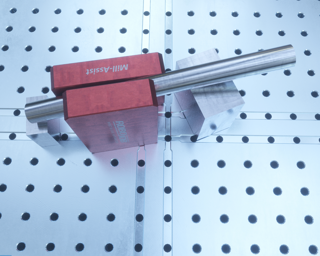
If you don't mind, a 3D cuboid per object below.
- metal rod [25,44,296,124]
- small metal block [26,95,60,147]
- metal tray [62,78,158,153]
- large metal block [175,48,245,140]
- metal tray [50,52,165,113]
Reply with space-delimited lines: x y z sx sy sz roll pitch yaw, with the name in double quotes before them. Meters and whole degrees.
"metal rod" -0.004 -0.048 0.349 0.302 0.025 0.025 -12 70 5
"small metal block" -0.150 -0.008 0.399 0.025 0.050 0.050 -8 70 -3
"metal tray" -0.049 -0.008 0.358 0.091 0.130 0.030 -9 71 -4
"large metal block" 0.058 -0.040 0.397 0.050 0.080 0.080 -21 72 -8
"metal tray" -0.060 -0.052 0.395 0.131 0.090 0.030 -8 72 -4
